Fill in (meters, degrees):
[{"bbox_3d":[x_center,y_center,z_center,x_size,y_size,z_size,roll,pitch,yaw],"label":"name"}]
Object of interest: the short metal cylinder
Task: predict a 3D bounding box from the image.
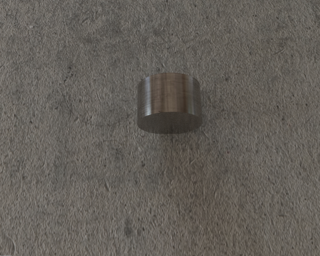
[{"bbox_3d":[0.012,-0.028,0.391,0.081,0.080,0.050,-1,70,-1],"label":"short metal cylinder"}]
